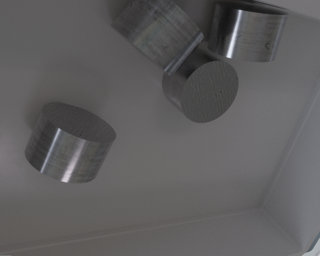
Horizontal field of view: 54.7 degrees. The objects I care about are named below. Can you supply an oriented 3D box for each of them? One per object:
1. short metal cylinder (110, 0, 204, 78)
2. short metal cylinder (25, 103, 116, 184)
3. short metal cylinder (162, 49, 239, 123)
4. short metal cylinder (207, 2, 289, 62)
[{"bbox_3d":[-0.003,-0.096,0.312,0.080,0.080,0.050,35,99,-39],"label":"short metal cylinder"},{"bbox_3d":[-0.094,0.014,0.330,0.081,0.080,0.050,17,110,-35],"label":"short metal cylinder"},{"bbox_3d":[0.049,-0.053,0.387,0.081,0.050,0.079,-14,124,-21],"label":"short metal cylinder"},{"bbox_3d":[0.099,-0.113,0.357,0.081,0.080,0.050,-7,122,-25],"label":"short metal cylinder"}]
